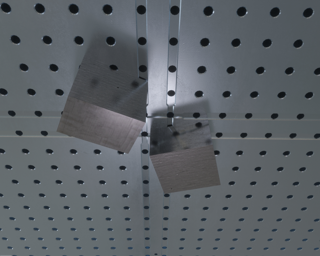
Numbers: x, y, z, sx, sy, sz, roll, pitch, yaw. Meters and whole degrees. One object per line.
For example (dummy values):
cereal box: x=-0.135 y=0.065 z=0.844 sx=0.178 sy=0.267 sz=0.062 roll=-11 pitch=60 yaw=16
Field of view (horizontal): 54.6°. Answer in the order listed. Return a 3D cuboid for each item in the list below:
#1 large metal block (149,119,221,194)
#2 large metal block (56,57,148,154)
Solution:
large metal block: x=0.035 y=0.041 z=0.430 sx=0.080 sy=0.050 sz=0.080 roll=-11 pitch=129 yaw=9
large metal block: x=-0.062 y=-0.027 z=0.352 sx=0.080 sy=0.080 sz=0.050 roll=19 pitch=128 yaw=-16
